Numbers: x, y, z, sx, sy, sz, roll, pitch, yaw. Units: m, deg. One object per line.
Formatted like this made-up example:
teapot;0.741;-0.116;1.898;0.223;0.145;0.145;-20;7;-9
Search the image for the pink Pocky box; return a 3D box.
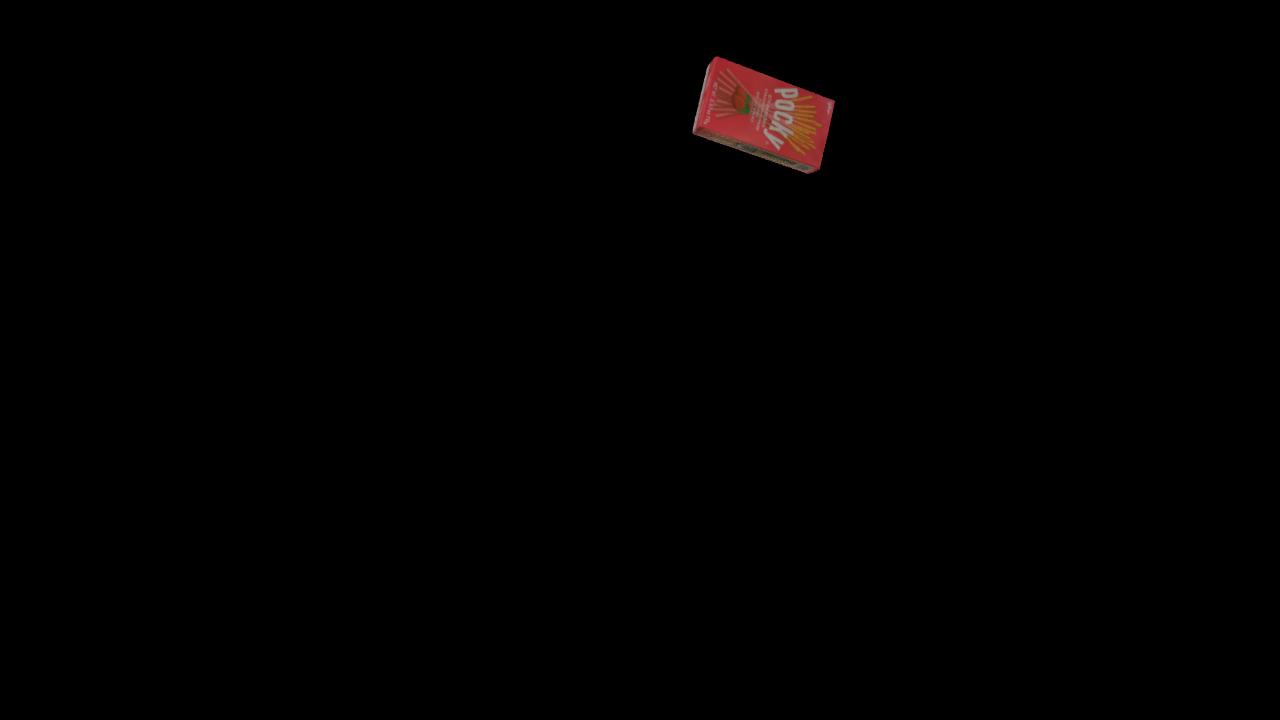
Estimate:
pink Pocky box;0.142;-0.277;0.701;0.155;0.084;0.029;14;-2;-14
